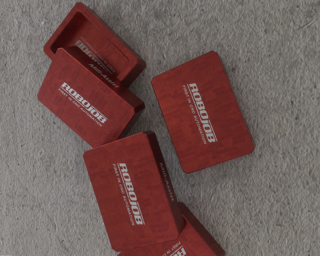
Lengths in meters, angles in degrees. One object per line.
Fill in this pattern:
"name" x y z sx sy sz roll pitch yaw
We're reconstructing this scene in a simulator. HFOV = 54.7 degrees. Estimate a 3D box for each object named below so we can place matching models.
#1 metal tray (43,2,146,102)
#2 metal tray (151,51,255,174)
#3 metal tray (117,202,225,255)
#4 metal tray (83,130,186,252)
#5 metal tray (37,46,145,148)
"metal tray" -0.095 -0.101 0.439 0.130 0.030 0.090 46 104 14
"metal tray" 0.053 -0.018 0.388 0.090 0.030 0.129 -22 83 18
"metal tray" 0.007 0.172 0.404 0.130 0.030 0.090 -45 76 14
"metal tray" -0.032 0.077 0.381 0.090 0.030 0.129 -19 88 19
"metal tray" -0.095 -0.036 0.416 0.130 0.030 0.089 40 120 6
